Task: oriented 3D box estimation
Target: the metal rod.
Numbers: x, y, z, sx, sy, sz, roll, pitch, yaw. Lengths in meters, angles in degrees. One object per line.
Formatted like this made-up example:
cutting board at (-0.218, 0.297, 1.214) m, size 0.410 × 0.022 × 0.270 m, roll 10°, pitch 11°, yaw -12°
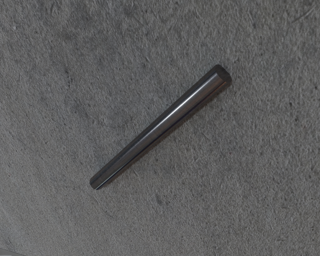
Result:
metal rod at (-0.019, 0.017, 0.430) m, size 0.025 × 0.025 × 0.299 m, roll 46°, pitch 129°, yaw -4°
